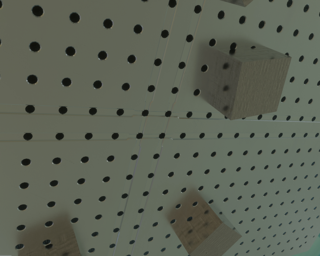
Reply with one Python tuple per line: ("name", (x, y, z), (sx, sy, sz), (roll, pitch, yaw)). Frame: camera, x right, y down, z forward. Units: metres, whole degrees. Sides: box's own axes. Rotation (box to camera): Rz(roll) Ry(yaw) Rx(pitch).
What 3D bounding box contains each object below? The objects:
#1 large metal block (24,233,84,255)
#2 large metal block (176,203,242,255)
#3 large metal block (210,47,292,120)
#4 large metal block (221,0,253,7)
("large metal block", (-0.146, 0.212, 0.448), (0.081, 0.050, 0.079), (-21, 127, -16))
("large metal block", (0.090, 0.196, 0.569), (0.080, 0.050, 0.080), (-45, 130, 3))
("large metal block", (0.122, -0.063, 0.425), (0.081, 0.050, 0.079), (-11, 123, -23))
("large metal block", (0.083, -0.176, 0.313), (0.080, 0.080, 0.050), (-41, 130, 0))
